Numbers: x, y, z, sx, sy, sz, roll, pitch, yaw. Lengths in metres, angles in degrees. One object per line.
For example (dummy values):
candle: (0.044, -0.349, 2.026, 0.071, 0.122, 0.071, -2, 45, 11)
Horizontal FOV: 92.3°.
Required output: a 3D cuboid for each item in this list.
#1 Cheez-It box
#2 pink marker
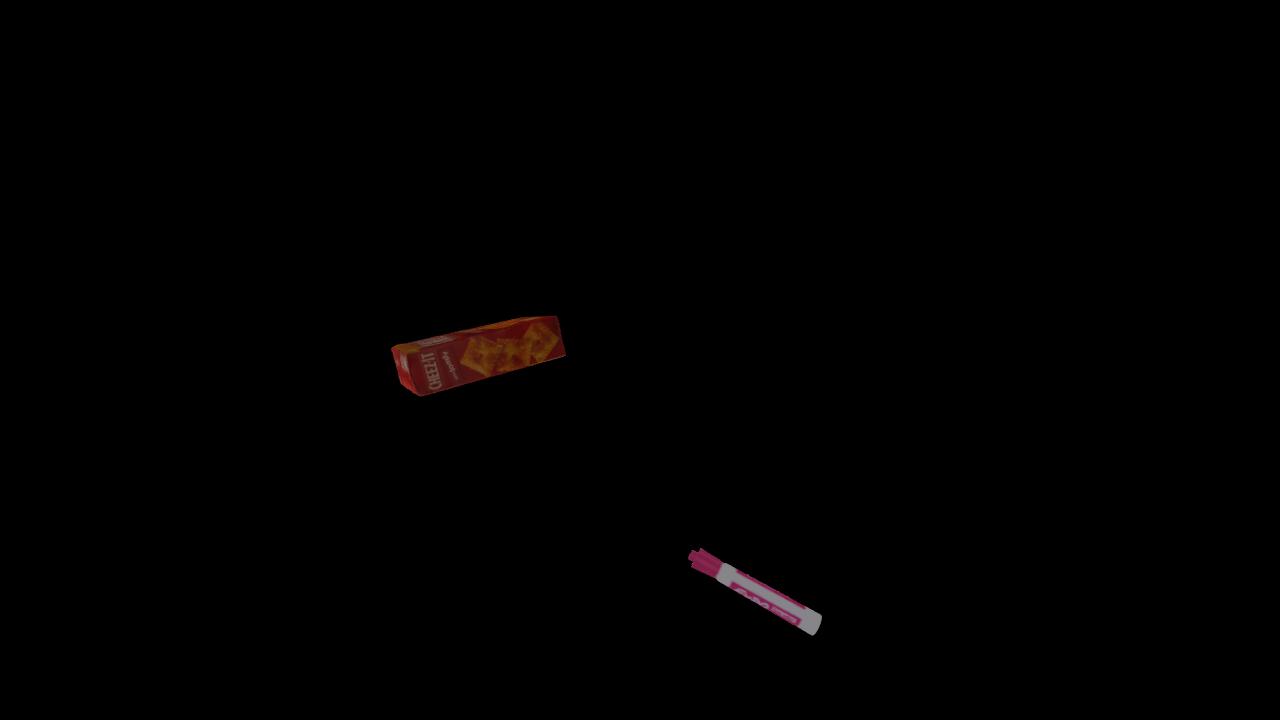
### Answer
Cheez-It box: (-0.246, -0.012, 0.930, 0.223, 0.071, 0.166, -16, 10, -26)
pink marker: (0.097, 0.198, 0.532, 0.121, 0.020, 0.020, 27, 6, 11)
